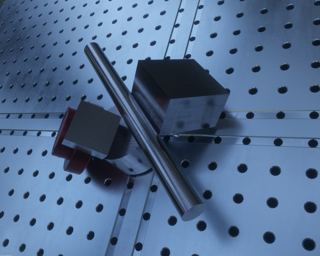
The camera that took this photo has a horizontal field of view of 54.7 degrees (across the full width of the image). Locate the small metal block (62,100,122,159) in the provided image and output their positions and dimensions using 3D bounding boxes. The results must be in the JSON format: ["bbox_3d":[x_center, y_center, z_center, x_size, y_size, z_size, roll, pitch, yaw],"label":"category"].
[{"bbox_3d":[-0.079,0.003,0.360,0.025,0.050,0.050,-34,35,61],"label":"small metal block"}]

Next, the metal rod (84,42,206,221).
[{"bbox_3d":[-0.035,-0.021,0.370,0.025,0.025,0.300,-37,51,3],"label":"metal rod"}]

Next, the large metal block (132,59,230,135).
[{"bbox_3d":[0.021,-0.041,0.373,0.081,0.050,0.080,-8,44,-30],"label":"large metal block"}]

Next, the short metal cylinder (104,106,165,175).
[{"bbox_3d":[-0.040,0.014,0.399,0.080,0.050,0.080,-13,56,21],"label":"short metal cylinder"}]

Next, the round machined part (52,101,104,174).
[{"bbox_3d":[-0.113,0.010,0.413,0.097,0.042,0.098,-52,27,40],"label":"round machined part"}]
